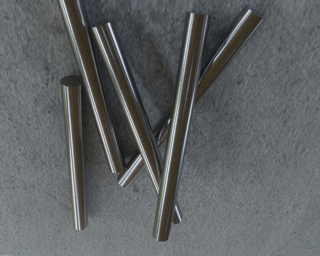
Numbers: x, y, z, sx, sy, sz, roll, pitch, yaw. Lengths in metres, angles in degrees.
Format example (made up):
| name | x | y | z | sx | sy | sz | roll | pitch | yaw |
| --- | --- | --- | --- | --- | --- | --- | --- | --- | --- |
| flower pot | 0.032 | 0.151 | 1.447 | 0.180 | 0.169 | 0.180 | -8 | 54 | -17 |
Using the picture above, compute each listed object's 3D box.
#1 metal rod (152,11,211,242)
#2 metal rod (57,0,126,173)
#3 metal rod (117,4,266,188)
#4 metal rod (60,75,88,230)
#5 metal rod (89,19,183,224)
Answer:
| name | x | y | z | sx | sy | sz | roll | pitch | yaw |
| --- | --- | --- | --- | --- | --- | --- | --- | --- | --- |
| metal rod | 0.020 | 0.018 | 0.374 | 0.025 | 0.025 | 0.298 | 6 | 115 | -5 |
| metal rod | -0.077 | -0.056 | 0.358 | 0.025 | 0.025 | 0.298 | -5 | 130 | 3 |
| metal rod | 0.021 | -0.017 | 0.392 | 0.025 | 0.025 | 0.298 | 24 | 126 | -19 |
| metal rod | -0.121 | 0.058 | 0.454 | 0.025 | 0.025 | 0.298 | 5 | 130 | -5 |
| metal rod | -0.018 | 0.015 | 0.390 | 0.025 | 0.025 | 0.298 | -13 | 122 | 10 |
